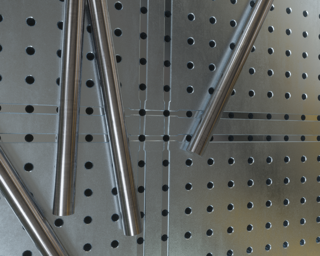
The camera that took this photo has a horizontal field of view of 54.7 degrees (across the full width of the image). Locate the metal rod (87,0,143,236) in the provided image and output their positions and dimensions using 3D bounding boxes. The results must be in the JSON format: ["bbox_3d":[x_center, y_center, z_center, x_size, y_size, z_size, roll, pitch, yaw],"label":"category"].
[{"bbox_3d":[-0.056,-0.013,0.392,0.025,0.025,0.298,-10,94,-20],"label":"metal rod"}]

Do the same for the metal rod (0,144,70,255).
[{"bbox_3d":[-0.173,0.056,0.348,0.025,0.025,0.299,-31,100,-18],"label":"metal rod"}]

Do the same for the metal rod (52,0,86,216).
[{"bbox_3d":[-0.108,-0.047,0.373,0.025,0.025,0.298,3,89,-20],"label":"metal rod"}]

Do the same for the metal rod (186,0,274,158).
[{"bbox_3d":[0.113,-0.097,0.455,0.025,0.025,0.299,29,80,-18],"label":"metal rod"}]
